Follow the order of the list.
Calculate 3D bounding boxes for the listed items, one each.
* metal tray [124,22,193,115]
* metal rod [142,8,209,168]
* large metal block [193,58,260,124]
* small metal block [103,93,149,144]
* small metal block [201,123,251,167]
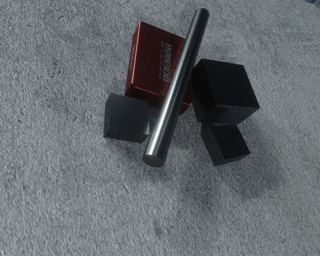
[{"bbox_3d":[0.001,-0.090,0.458,0.091,0.030,0.130,16,55,-19],"label":"metal tray"},{"bbox_3d":[0.032,-0.077,0.430,0.025,0.025,0.300,28,52,-11],"label":"metal rod"},{"bbox_3d":[0.094,-0.054,0.474,0.081,0.050,0.080,2,61,-28],"label":"large metal block"},{"bbox_3d":[-0.042,-0.012,0.390,0.050,0.025,0.050,11,57,-23],"label":"small metal block"},{"bbox_3d":[0.094,0.023,0.442,0.050,0.025,0.050,-8,66,-32],"label":"small metal block"}]
